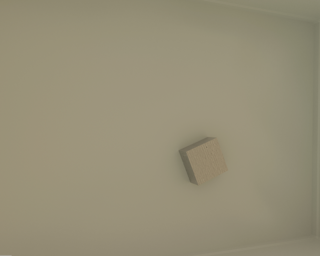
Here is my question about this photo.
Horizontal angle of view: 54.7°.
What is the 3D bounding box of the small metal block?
[{"bbox_3d":[0.061,0.045,0.435,0.050,0.025,0.050,-23,98,-19],"label":"small metal block"}]
